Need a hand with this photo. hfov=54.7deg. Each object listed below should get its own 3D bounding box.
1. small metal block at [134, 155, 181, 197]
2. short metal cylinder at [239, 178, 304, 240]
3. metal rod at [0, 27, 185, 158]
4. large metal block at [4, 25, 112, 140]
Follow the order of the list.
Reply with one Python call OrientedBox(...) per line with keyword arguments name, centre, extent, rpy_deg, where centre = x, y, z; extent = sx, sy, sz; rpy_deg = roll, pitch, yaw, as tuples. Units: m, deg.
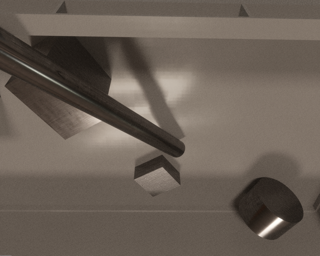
OrientedBox(name="small metal block", centre=(-0.004, 0.074, 0.472), extent=(0.050, 0.025, 0.050), rpy_deg=(-27, 126, 20))
OrientedBox(name="short metal cylinder", centre=(0.172, 0.125, 0.482), extent=(0.081, 0.080, 0.050), rpy_deg=(18, 128, -15))
OrientedBox(name="metal rod", centre=(-0.047, -0.015, 0.313), extent=(0.025, 0.025, 0.301), rpy_deg=(-26, 152, 20))
OrientedBox(name="large metal block", centre=(-0.101, -0.049, 0.330), extent=(0.050, 0.080, 0.080), rpy_deg=(-26, 126, 20))
